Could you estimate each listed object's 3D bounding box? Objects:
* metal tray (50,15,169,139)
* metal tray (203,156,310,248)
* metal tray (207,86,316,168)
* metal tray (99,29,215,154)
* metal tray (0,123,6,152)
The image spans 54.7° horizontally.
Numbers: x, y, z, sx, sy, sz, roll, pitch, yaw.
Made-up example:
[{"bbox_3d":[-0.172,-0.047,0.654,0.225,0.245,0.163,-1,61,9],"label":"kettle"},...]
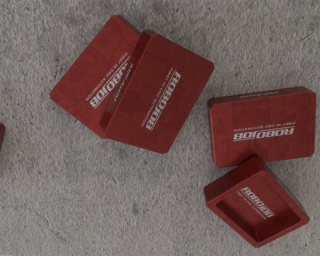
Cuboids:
[{"bbox_3d":[-0.060,-0.061,0.384,0.090,0.030,0.130,40,105,-14],"label":"metal tray"},{"bbox_3d":[0.134,0.107,0.429,0.090,0.030,0.130,-37,117,19],"label":"metal tray"},{"bbox_3d":[0.132,-0.001,0.408,0.131,0.030,0.089,-7,110,2],"label":"metal tray"},{"bbox_3d":[-0.004,-0.039,0.372,0.091,0.030,0.129,19,107,-31],"label":"metal tray"},{"bbox_3d":[-0.285,0.019,0.411,0.131,0.030,0.089,19,109,-7],"label":"metal tray"}]
